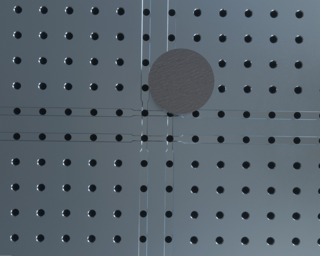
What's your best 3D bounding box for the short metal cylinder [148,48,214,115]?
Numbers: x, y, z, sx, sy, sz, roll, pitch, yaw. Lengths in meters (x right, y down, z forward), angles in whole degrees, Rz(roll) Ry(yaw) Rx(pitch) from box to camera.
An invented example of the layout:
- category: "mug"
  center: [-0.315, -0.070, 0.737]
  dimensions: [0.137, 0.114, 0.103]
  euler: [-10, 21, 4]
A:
- category: "short metal cylinder"
  center: [0.026, -0.057, 0.401]
  dimensions: [0.080, 0.050, 0.080]
  euler: [0, 90, 0]
